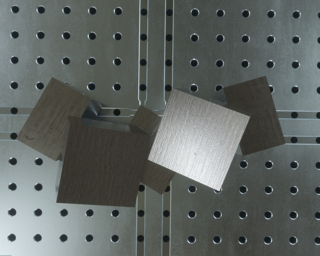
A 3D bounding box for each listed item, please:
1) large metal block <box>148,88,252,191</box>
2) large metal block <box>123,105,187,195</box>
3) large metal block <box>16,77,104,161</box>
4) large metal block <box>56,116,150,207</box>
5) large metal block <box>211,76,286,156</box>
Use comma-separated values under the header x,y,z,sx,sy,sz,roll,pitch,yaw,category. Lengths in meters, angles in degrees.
x,y,z,sx,sy,sz,roll,pitch,yaw,category
0.044,0.008,0.332,0.080,0.050,0.079,22,103,15,large metal block
-0.010,0.026,0.400,0.080,0.050,0.080,32,90,-1,large metal block
-0.118,-0.010,0.384,0.050,0.080,0.080,30,90,-1,large metal block
-0.064,0.036,0.334,0.081,0.050,0.079,9,97,-21,large metal block
0.106,-0.014,0.387,0.050,0.080,0.080,-16,90,0,large metal block
